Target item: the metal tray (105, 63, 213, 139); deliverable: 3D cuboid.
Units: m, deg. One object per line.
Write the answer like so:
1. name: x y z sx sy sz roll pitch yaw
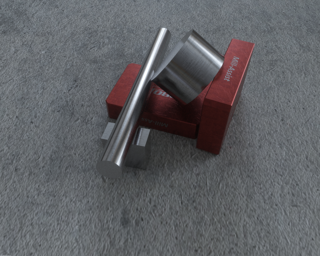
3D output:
1. metal tray: 0.002 -0.041 0.435 0.131 0.030 0.090 14 51 11

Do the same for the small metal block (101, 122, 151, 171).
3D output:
1. small metal block: -0.038 0.023 0.369 0.050 0.050 0.025 10 51 8

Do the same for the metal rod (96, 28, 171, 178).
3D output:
1. metal rod: -0.021 -0.057 0.402 0.025 0.025 0.300 8 41 6

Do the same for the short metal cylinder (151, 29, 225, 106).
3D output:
1. short metal cylinder: 0.033 -0.075 0.384 0.050 0.080 0.080 38 53 -12

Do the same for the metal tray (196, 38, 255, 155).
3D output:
1. metal tray: 0.085 -0.042 0.399 0.030 0.089 0.130 18 52 14
